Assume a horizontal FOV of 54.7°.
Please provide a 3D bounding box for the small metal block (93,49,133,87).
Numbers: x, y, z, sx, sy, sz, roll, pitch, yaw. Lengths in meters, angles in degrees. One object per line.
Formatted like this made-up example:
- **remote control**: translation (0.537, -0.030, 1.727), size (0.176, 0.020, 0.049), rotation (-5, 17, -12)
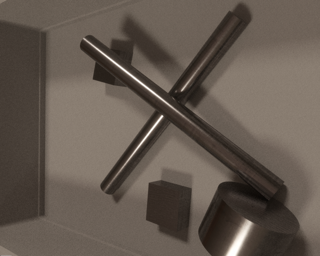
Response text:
- **small metal block**: translation (-0.071, -0.092, 0.463), size (0.050, 0.025, 0.050), rotation (20, 102, 38)

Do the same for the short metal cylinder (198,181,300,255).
- **short metal cylinder**: translation (0.084, 0.095, 0.301), size (0.080, 0.081, 0.050), rotation (32, 110, 35)

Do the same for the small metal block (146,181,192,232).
- **small metal block**: translation (0.011, 0.098, 0.396), size (0.050, 0.025, 0.050), rotation (7, 95, 39)

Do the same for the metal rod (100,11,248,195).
- **metal rod**: translation (0.003, -0.014, 0.402), size (0.298, 0.025, 0.025), rotation (-52, 60, 27)

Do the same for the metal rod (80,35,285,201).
- **metal rod**: translation (0.009, -0.026, 0.365), size (0.300, 0.025, 0.025), rotation (40, 114, 21)
